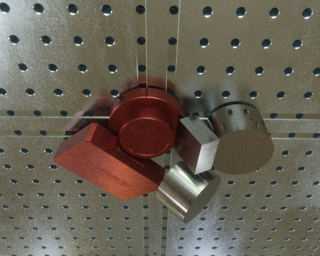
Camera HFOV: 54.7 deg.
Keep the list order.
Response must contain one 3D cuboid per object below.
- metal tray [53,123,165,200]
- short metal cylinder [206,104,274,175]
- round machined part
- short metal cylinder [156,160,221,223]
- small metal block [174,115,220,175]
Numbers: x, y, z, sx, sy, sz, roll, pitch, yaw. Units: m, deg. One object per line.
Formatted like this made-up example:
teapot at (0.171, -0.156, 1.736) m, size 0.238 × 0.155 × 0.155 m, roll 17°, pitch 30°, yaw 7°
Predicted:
metal tray at (-0.069, 0.053, 0.433) m, size 0.130 × 0.030 × 0.090 m, roll 37°, pitch 136°, yaw -28°
short metal cylinder at (0.101, 0.016, 0.405) m, size 0.081 × 0.050 × 0.079 m, roll 0°, pitch 130°, yaw 0°
round machined part at (-0.016, 0.001, 0.395) m, size 0.099 × 0.042 × 0.097 m, roll 0°, pitch 130°, yaw 0°
short metal cylinder at (0.041, 0.086, 0.436) m, size 0.050 × 0.081 × 0.079 m, roll 37°, pitch 135°, yaw 26°
small metal block at (0.044, 0.020, 0.384) m, size 0.025 × 0.050 × 0.050 m, roll -15°, pitch 134°, yaw -25°
